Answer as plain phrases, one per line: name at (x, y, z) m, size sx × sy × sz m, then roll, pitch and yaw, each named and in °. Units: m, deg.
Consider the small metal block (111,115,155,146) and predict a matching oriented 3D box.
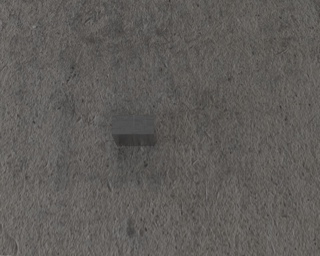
small metal block at (-0.032, 0.004, 0.393) m, size 0.050 × 0.050 × 0.025 m, roll 0°, pitch 70°, yaw 0°
